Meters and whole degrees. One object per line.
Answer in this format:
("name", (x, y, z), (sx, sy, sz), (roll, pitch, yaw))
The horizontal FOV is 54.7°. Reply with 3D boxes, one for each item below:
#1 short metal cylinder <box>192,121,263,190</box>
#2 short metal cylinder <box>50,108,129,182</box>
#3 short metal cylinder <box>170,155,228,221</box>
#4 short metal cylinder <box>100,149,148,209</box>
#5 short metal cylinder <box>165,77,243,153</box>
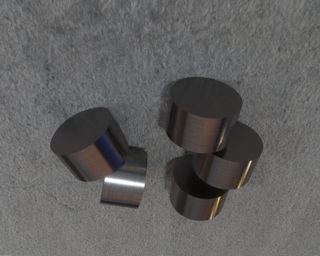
("short metal cylinder", (0.085, 0.032, 0.400), (0.081, 0.080, 0.050), (5, 130, -5))
("short metal cylinder", (-0.087, 0.020, 0.387), (0.080, 0.080, 0.050), (-16, 128, 13))
("short metal cylinder", (0.056, 0.084, 0.444), (0.081, 0.080, 0.050), (4, 130, -4))
("short metal cylinder", (-0.051, 0.068, 0.428), (0.050, 0.080, 0.079), (11, 129, -9))
("short metal cylinder", (0.049, -0.017, 0.358), (0.081, 0.080, 0.050), (4, 130, -4))
